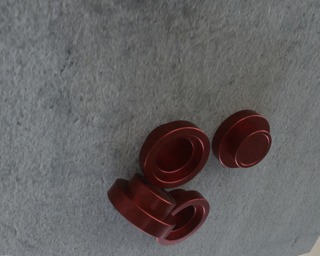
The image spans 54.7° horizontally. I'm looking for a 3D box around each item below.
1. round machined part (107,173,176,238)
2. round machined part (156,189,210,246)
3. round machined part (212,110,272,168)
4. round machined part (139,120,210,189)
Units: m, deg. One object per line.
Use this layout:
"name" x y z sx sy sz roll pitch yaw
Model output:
"round machined part" -0.017 0.097 0.412 0.098 0.098 0.042 35 92 -39
"round machined part" 0.027 0.136 0.491 0.099 0.042 0.097 -20 132 -24
"round machined part" 0.135 0.024 0.487 0.099 0.042 0.097 -14 125 -21
"round machined part" 0.016 0.032 0.426 0.099 0.042 0.097 -14 124 -21
